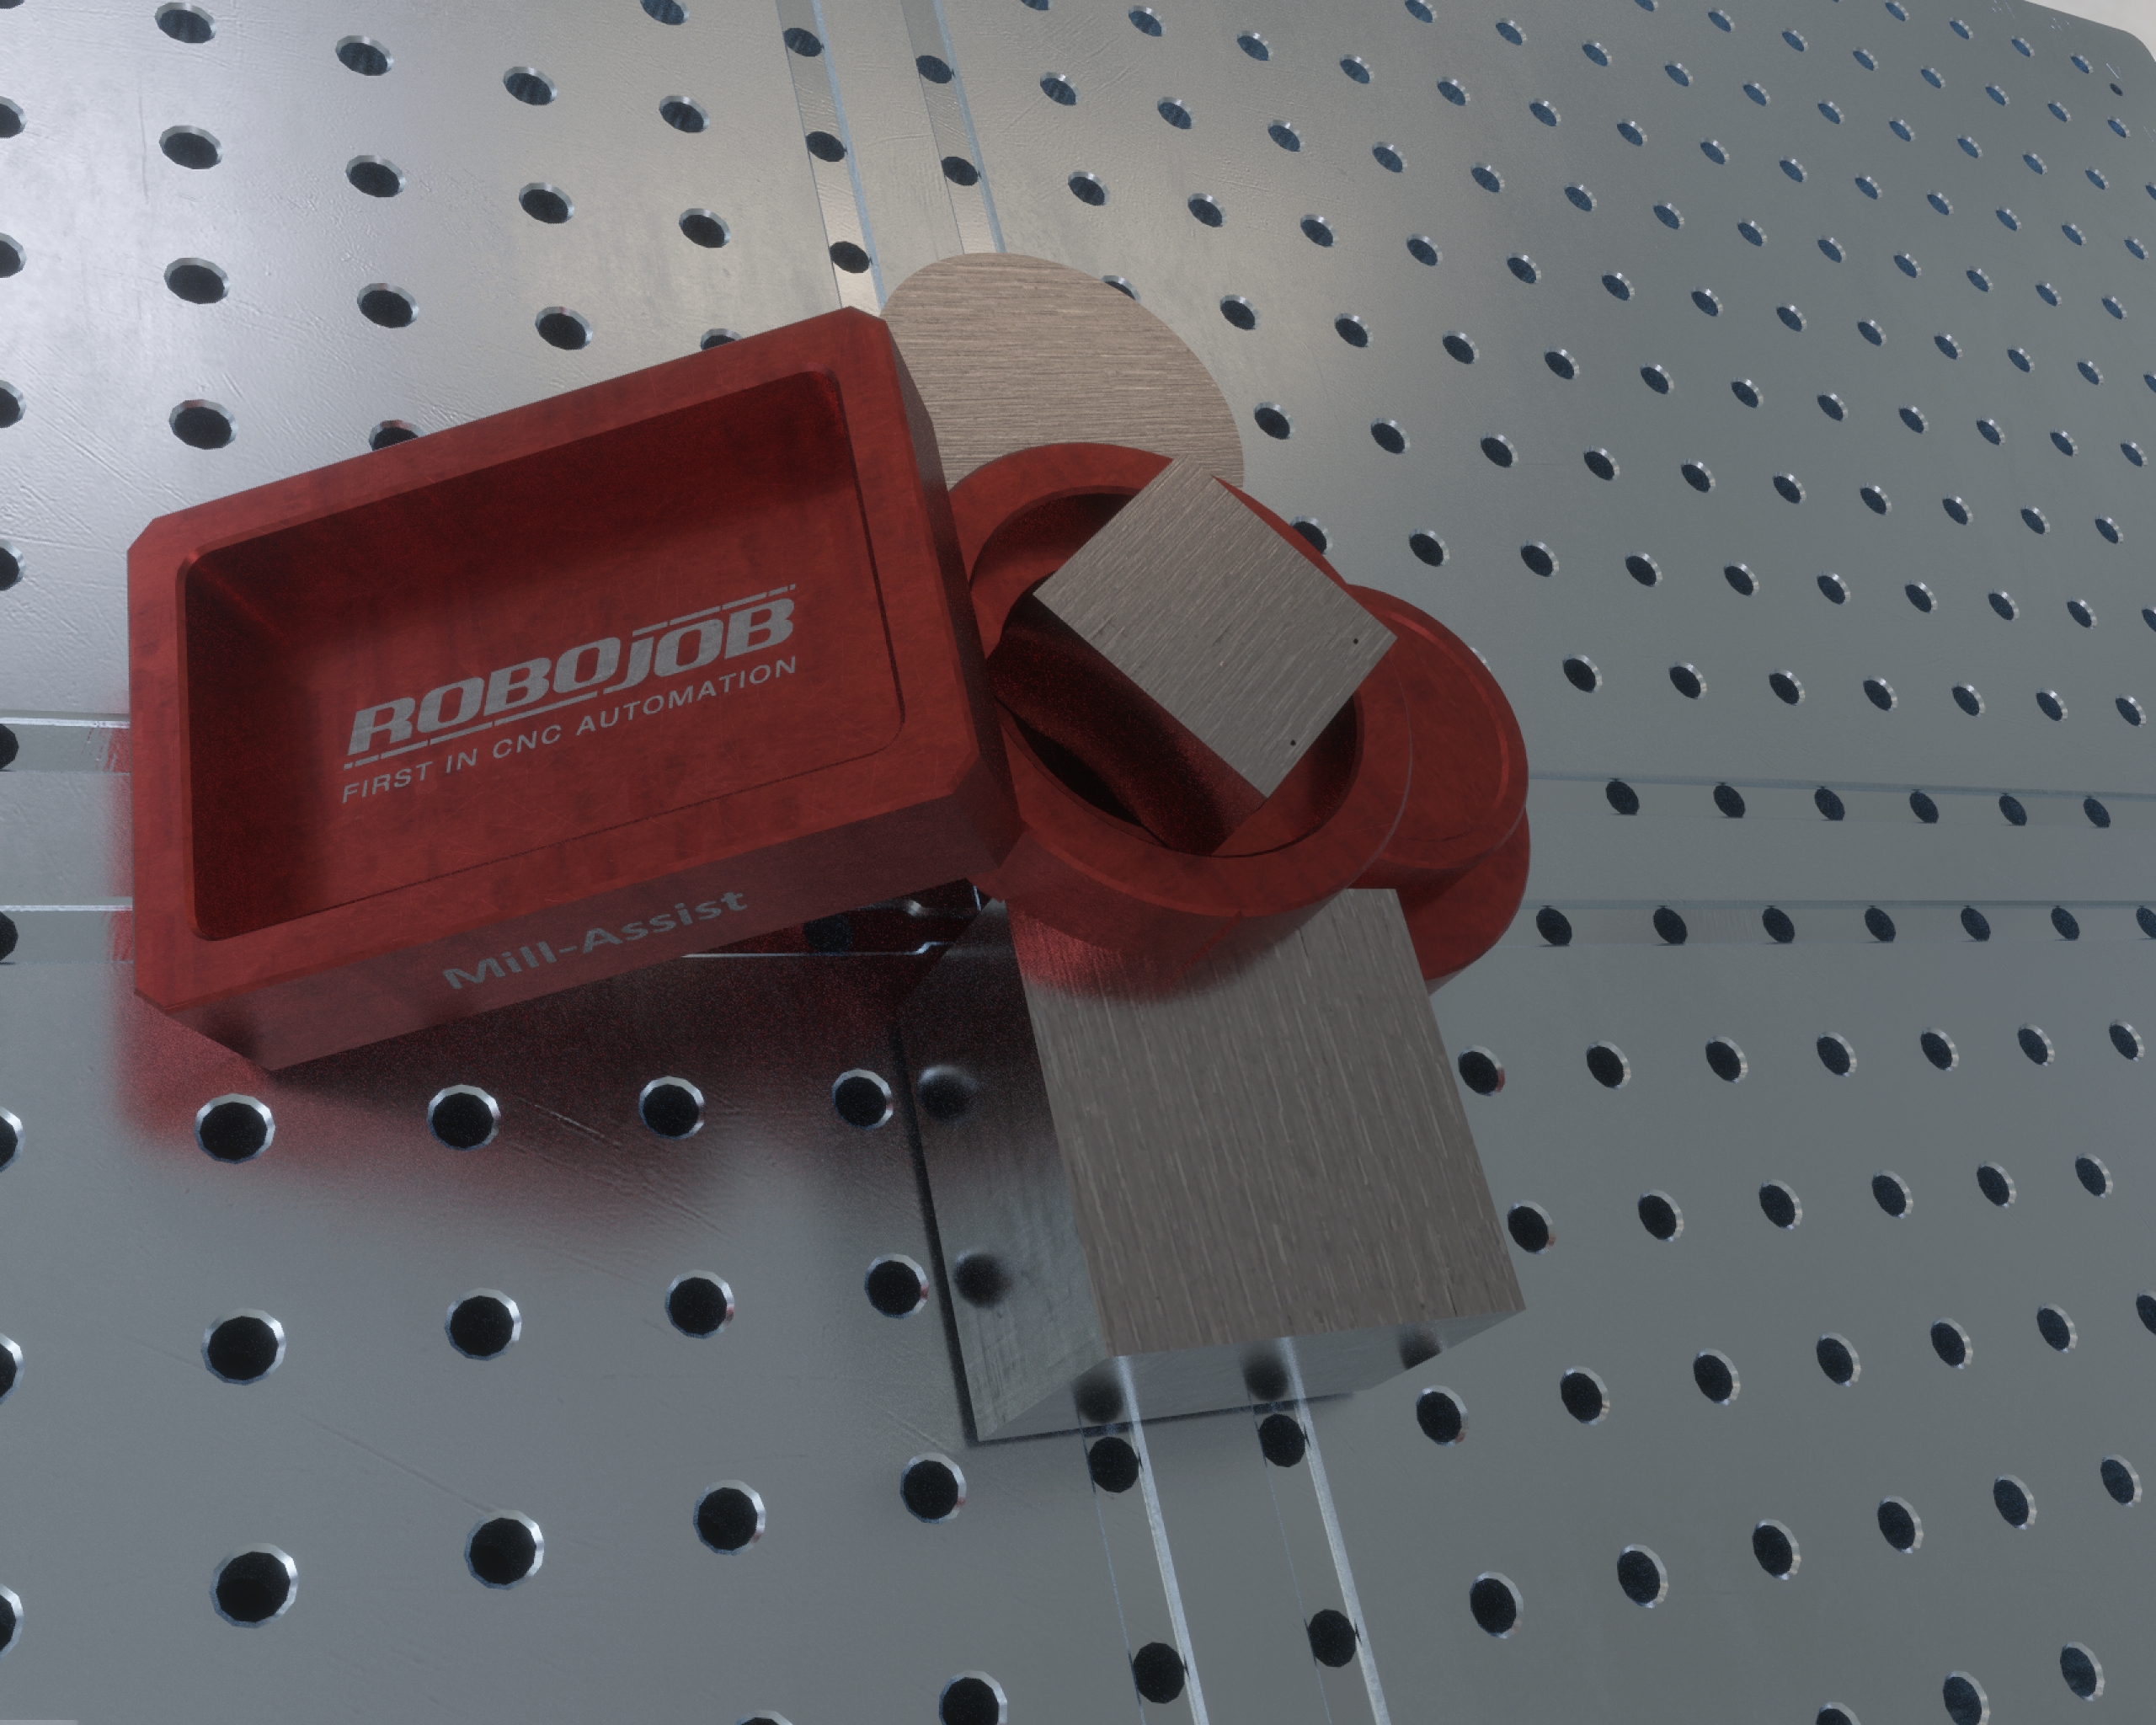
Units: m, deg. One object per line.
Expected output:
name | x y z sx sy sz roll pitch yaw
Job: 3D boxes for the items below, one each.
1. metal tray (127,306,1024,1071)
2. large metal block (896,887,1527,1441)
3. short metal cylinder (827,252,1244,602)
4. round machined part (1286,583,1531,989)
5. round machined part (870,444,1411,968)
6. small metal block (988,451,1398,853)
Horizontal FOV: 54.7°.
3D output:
metal tray | -0.082 -0.028 0.331 0.131 0.030 0.090 -16 65 5
large metal block | 0.021 0.051 0.368 0.081 0.050 0.080 1 62 -28
short metal cylinder | -0.013 -0.078 0.432 0.081 0.050 0.080 14 56 -21
round machined part | 0.054 -0.020 0.436 0.099 0.042 0.098 14 56 -21
round machined part | 0.008 -0.024 0.379 0.099 0.042 0.098 14 56 -21
small metal block | 0.019 -0.036 0.361 0.050 0.025 0.050 41 51 0
